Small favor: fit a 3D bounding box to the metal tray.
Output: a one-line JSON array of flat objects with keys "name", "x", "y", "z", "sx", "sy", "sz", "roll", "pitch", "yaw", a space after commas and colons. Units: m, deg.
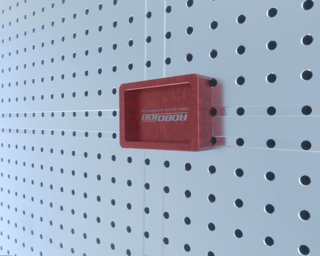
[{"name": "metal tray", "x": 0.003, "y": -0.017, "z": 0.401, "sx": 0.130, "sy": 0.030, "sz": 0.089, "roll": -1, "pitch": 90, "yaw": 39}]
